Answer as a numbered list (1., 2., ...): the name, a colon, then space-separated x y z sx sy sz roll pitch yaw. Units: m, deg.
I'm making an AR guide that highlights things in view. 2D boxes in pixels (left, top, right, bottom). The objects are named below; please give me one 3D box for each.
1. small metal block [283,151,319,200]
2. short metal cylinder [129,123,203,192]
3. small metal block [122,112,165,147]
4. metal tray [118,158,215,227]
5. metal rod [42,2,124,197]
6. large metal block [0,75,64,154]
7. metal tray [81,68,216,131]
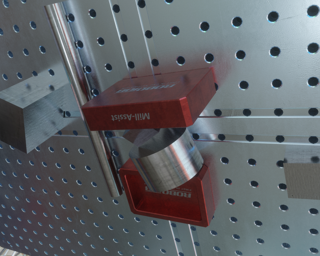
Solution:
1. small metal block: 0.172 0.054 0.354 0.050 0.025 0.050 -3 117 29
2. short metal cylinder: 0.008 0.036 0.394 0.080 0.080 0.050 -16 110 34
3. small metal block: -0.017 -0.011 0.389 0.025 0.050 0.050 35 142 -16
4. metal tray: 0.010 0.094 0.460 0.130 0.030 0.089 2 120 27
5. metal rod: -0.103 -0.024 0.450 0.025 0.025 0.298 1 119 28
6. large metal block: -0.191 -0.022 0.463 0.050 0.080 0.079 23 127 14
7. metal tray: -0.012 -0.033 0.355 0.130 0.090 0.030 -2 117 29
